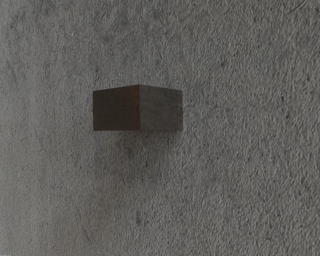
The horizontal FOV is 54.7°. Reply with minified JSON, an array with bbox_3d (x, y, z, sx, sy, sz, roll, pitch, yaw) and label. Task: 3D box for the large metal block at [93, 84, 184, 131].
[{"bbox_3d":[-0.027,-0.022,0.391,0.080,0.081,0.050,-1,89,39],"label":"large metal block"}]
